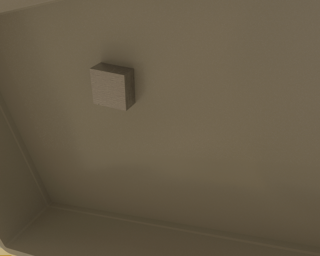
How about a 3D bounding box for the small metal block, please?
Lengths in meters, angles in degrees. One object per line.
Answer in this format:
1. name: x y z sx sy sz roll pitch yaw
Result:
1. small metal block: -0.061 -0.054 0.406 0.050 0.025 0.050 14 124 20
